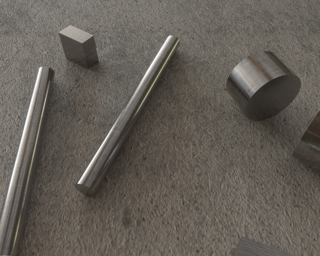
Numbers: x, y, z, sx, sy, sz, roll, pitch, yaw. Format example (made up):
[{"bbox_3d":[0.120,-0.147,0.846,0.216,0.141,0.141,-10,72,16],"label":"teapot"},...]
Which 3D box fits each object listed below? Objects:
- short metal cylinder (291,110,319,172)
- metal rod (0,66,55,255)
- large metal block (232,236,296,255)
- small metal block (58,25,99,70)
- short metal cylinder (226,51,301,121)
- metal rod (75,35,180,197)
[{"bbox_3d":[0.198,0.012,0.359,0.050,0.080,0.080,33,58,25],"label":"short metal cylinder"},{"bbox_3d":[-0.160,0.030,0.376,0.025,0.025,0.300,-4,50,-3],"label":"metal rod"},{"bbox_3d":[0.095,0.151,0.261,0.080,0.050,0.080,17,52,14],"label":"large metal block"},{"bbox_3d":[-0.129,-0.129,0.494,0.050,0.050,0.025,28,56,21],"label":"small metal block"},{"bbox_3d":[0.137,-0.055,0.415,0.081,0.080,0.050,-16,52,-13],"label":"short metal cylinder"},{"bbox_3d":[-0.031,-0.038,0.435,0.025,0.025,0.301,16,52,13],"label":"metal rod"}]
